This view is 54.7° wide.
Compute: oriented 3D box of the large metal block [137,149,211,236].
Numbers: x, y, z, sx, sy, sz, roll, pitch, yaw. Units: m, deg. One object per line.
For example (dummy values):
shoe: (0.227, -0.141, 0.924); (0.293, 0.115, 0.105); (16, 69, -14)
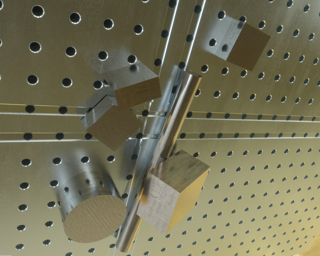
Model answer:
large metal block: (0.019, 0.088, 0.436); (0.081, 0.050, 0.079); (-28, 141, -49)

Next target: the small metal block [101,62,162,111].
small metal block: (-0.033, -0.048, 0.348); (0.050, 0.050, 0.025); (-21, 126, -17)

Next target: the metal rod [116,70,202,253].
metal rod: (-0.009, 0.061, 0.445); (0.025, 0.025, 0.298); (7, 115, -32)

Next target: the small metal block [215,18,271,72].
small metal block: (0.108, -0.108, 0.406); (0.050, 0.025, 0.050); (12, 112, -34)

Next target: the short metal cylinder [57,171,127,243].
short metal cylinder: (-0.091, 0.104, 0.411); (0.081, 0.050, 0.079); (-14, 124, -21)

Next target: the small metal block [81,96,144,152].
small metal block: (-0.057, -0.007, 0.376); (0.050, 0.025, 0.050); (-44, 131, 2)
